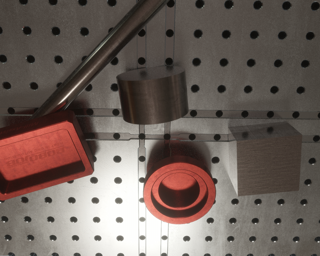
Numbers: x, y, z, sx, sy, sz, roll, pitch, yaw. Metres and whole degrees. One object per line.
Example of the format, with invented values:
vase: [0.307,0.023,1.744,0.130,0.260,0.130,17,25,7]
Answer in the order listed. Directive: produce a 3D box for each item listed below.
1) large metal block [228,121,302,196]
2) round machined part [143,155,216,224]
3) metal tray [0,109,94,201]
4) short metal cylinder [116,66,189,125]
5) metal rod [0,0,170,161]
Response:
large metal block: [0.138,0.041,0.417,0.080,0.050,0.079,-6,110,1]
round machined part: [0.026,0.082,0.435,0.099,0.042,0.097,0,110,-1]
metal tray: [-0.162,0.036,0.400,0.131,0.030,0.089,-16,124,-4]
short metal cylinder: [-0.008,-0.041,0.369,0.080,0.080,0.050,-6,110,2]
metal rod: [-0.101,-0.061,0.389,0.299,0.025,0.025,-43,105,13]
